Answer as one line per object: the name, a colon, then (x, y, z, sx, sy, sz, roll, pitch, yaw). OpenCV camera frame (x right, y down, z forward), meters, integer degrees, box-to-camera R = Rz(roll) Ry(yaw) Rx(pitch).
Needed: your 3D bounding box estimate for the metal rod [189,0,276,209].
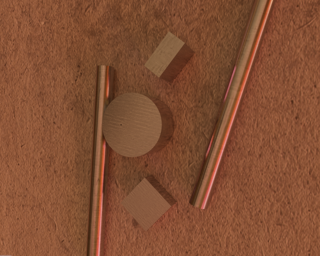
metal rod: (0.092, -0.045, 0.376, 0.025, 0.025, 0.298, 19, 96, 19)

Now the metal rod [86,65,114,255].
metal rod: (-0.086, 0.063, 0.439, 0.025, 0.025, 0.298, 4, 91, 20)

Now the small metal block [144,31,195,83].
small metal block: (0.013, -0.087, 0.391, 0.025, 0.050, 0.050, 41, 103, 15)

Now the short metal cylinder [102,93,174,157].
short metal cylinder: (-0.027, -0.004, 0.405, 0.080, 0.050, 0.079, 0, 90, 20)

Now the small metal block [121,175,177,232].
small metal block: (-0.015, 0.099, 0.414, 0.050, 0.025, 0.050, 46, 104, 14)
